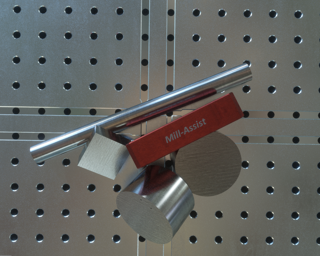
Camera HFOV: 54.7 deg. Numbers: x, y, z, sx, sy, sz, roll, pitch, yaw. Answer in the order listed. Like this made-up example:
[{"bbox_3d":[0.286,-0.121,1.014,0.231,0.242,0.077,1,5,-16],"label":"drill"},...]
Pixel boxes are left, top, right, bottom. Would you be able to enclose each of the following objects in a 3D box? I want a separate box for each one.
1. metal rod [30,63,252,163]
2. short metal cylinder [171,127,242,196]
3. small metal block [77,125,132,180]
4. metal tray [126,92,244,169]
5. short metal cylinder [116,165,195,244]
[{"bbox_3d":[-0.024,-0.020,0.409,0.301,0.025,0.025,-21,90,0],"label":"metal rod"},{"bbox_3d":[0.056,0.040,0.393,0.081,0.050,0.079,-1,99,-4],"label":"short metal cylinder"},{"bbox_3d":[-0.070,0.032,0.396,0.050,0.025,0.050,26,106,-19],"label":"small metal block"},{"bbox_3d":[0.027,0.002,0.377,0.131,0.090,0.030,-26,90,0],"label":"metal tray"},{"bbox_3d":[-0.006,0.092,0.375,0.080,0.080,0.050,47,49,0],"label":"short metal cylinder"}]
